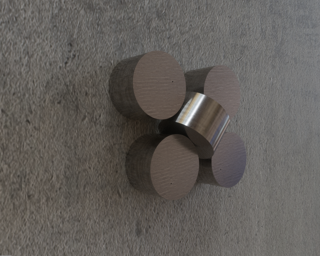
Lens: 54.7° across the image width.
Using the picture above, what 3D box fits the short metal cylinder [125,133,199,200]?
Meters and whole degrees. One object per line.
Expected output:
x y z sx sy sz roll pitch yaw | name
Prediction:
0.004 0.047 0.394 0.081 0.050 0.079 0 90 -40 | short metal cylinder

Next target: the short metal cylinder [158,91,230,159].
0.045 -0.003 0.411 0.080 0.080 0.050 47 62 -30 | short metal cylinder

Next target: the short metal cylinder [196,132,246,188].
0.084 0.045 0.462 0.081 0.050 0.079 0 90 -40 | short metal cylinder

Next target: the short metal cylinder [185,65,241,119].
0.072 -0.048 0.450 0.081 0.050 0.079 0 90 -40 | short metal cylinder

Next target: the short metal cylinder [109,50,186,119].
-0.015 -0.050 0.378 0.081 0.050 0.079 0 90 -40 | short metal cylinder
